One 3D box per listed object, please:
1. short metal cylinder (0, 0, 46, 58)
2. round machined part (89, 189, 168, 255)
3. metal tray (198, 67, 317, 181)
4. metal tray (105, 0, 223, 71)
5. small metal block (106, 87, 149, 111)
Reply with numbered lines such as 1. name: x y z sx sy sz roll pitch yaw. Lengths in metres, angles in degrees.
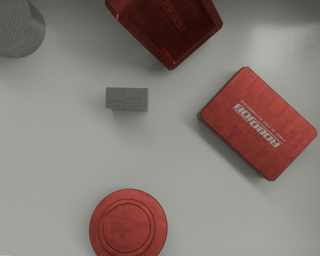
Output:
1. short metal cylinder: -0.196 -0.135 0.396 0.081 0.050 0.079 0 90 -1
2. round machined part: -0.040 0.125 0.388 0.099 0.042 0.098 0 71 -1
3. metal tray: 0.127 -0.005 0.411 0.130 0.030 0.090 43 90 -1
4. metal tray: 0.012 -0.129 0.352 0.090 0.130 0.030 -40 61 12
5. small metal block: -0.040 -0.036 0.398 0.050 0.050 0.025 1 90 -1
